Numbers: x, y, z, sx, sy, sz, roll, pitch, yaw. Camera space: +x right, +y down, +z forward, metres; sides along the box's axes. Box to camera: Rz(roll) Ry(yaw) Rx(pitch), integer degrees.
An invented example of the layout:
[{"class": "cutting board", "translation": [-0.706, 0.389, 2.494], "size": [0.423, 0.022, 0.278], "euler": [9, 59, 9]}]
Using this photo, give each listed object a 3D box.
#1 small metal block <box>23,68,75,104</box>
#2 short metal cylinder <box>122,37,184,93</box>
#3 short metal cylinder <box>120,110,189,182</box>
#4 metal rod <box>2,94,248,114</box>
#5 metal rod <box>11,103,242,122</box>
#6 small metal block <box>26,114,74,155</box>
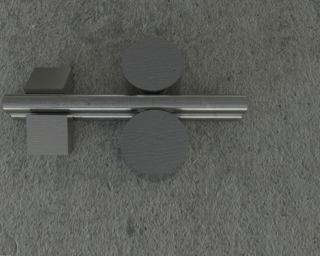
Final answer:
[{"class": "small metal block", "translation": [-0.148, -0.058, 0.419], "size": [0.050, 0.025, 0.050], "euler": [0, 43, 0]}, {"class": "short metal cylinder", "translation": [-0.009, -0.076, 0.423], "size": [0.081, 0.050, 0.080], "euler": [0, 70, 0]}, {"class": "short metal cylinder", "translation": [-0.006, 0.024, 0.387], "size": [0.081, 0.050, 0.080], "euler": [0, 70, 0]}, {"class": "metal rod", "translation": [-0.043, -0.031, 0.394], "size": [0.302, 0.025, 0.025], "euler": [0, 70, 0]}, {"class": "metal rod", "translation": [-0.044, -0.022, 0.417], "size": [0.302, 0.025, 0.025], "euler": [0, 70, 0]}, {"class": "small metal block", "translation": [-0.139, 0.007, 0.395], "size": [0.050, 0.025, 0.050], "euler": [1, 97, -1]}]
